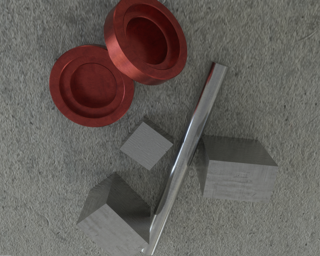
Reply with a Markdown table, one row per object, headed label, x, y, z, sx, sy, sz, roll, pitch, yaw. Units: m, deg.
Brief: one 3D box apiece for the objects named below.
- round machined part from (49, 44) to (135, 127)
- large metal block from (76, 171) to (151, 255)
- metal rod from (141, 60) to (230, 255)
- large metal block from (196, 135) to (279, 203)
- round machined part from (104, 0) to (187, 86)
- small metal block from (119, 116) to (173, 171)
| label | x | y | z | sx | sy | sz | roll | pitch | yaw |
| --- | --- | --- | --- | --- | --- | --- | --- | --- | --- |
| round machined part | -0.080 | -0.053 | 0.380 | 0.099 | 0.042 | 0.097 | 0 | 110 | 0 |
| large metal block | -0.059 | 0.120 | 0.424 | 0.050 | 0.080 | 0.080 | -38 | 106 | 13 |
| metal rod | 0.028 | 0.054 | 0.429 | 0.025 | 0.025 | 0.298 | 17 | 109 | -6 |
| large metal block | 0.094 | 0.050 | 0.399 | 0.081 | 0.080 | 0.050 | 6 | 110 | -2 |
| round machined part | -0.019 | -0.094 | 0.347 | 0.042 | 0.098 | 0.098 | -20 | 115 | 49 |
| small metal block | -0.018 | 0.020 | 0.417 | 0.050 | 0.025 | 0.050 | 37 | 106 | -13 |
